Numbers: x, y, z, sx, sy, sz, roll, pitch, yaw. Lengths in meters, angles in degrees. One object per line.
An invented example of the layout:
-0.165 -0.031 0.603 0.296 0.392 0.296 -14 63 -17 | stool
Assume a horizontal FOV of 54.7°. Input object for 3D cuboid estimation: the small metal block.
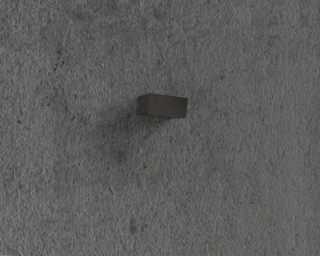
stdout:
0.001 -0.027 0.398 0.050 0.050 0.025 6 88 -20 | small metal block
